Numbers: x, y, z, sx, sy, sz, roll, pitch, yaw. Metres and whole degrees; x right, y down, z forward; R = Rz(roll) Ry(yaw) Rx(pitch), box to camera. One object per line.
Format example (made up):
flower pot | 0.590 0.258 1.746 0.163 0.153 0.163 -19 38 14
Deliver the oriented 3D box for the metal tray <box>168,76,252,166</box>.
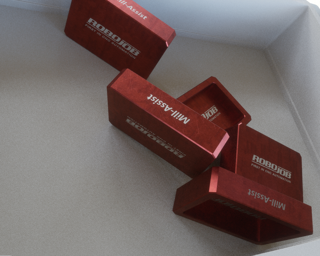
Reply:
metal tray | 0.064 -0.012 0.443 0.090 0.030 0.131 49 51 6

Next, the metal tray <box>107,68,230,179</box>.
metal tray | 0.003 -0.001 0.347 0.130 0.090 0.030 33 66 8

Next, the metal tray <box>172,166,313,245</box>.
metal tray | 0.092 0.094 0.355 0.131 0.090 0.030 24 55 -14

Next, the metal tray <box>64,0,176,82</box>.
metal tray | -0.056 -0.126 0.410 0.130 0.090 0.030 33 52 -7

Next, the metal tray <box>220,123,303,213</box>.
metal tray | 0.140 0.058 0.419 0.131 0.030 0.090 24 61 -26
